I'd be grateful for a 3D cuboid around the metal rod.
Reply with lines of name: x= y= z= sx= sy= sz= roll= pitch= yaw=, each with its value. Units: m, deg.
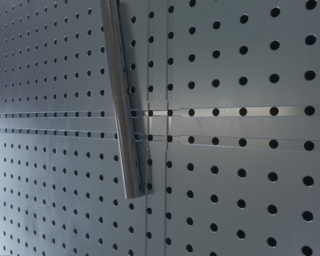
metal rod: x=-0.058 y=-0.048 z=0.458 sx=0.025 sy=0.025 sz=0.299 roll=-14 pitch=81 yaw=39
